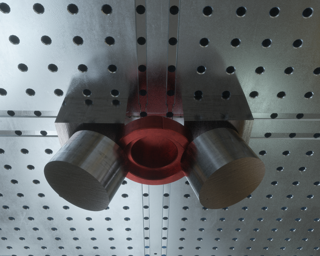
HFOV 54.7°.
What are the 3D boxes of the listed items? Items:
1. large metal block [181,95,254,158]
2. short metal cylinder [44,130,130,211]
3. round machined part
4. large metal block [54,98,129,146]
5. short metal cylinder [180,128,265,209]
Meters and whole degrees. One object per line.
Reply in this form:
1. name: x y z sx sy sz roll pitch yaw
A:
1. large metal block: 0.068 0.005 0.400 0.080 0.050 0.079 -1 130 0
2. short metal cylinder: -0.082 0.049 0.353 0.080 0.050 0.079 14 133 16
3. round machined part: -0.007 0.023 0.381 0.099 0.042 0.097 0 130 0
4. large metal block: -0.082 0.008 0.401 0.081 0.050 0.079 0 130 -1
5. short metal cylinder: 0.070 0.046 0.352 0.081 0.050 0.079 -13 132 -15
